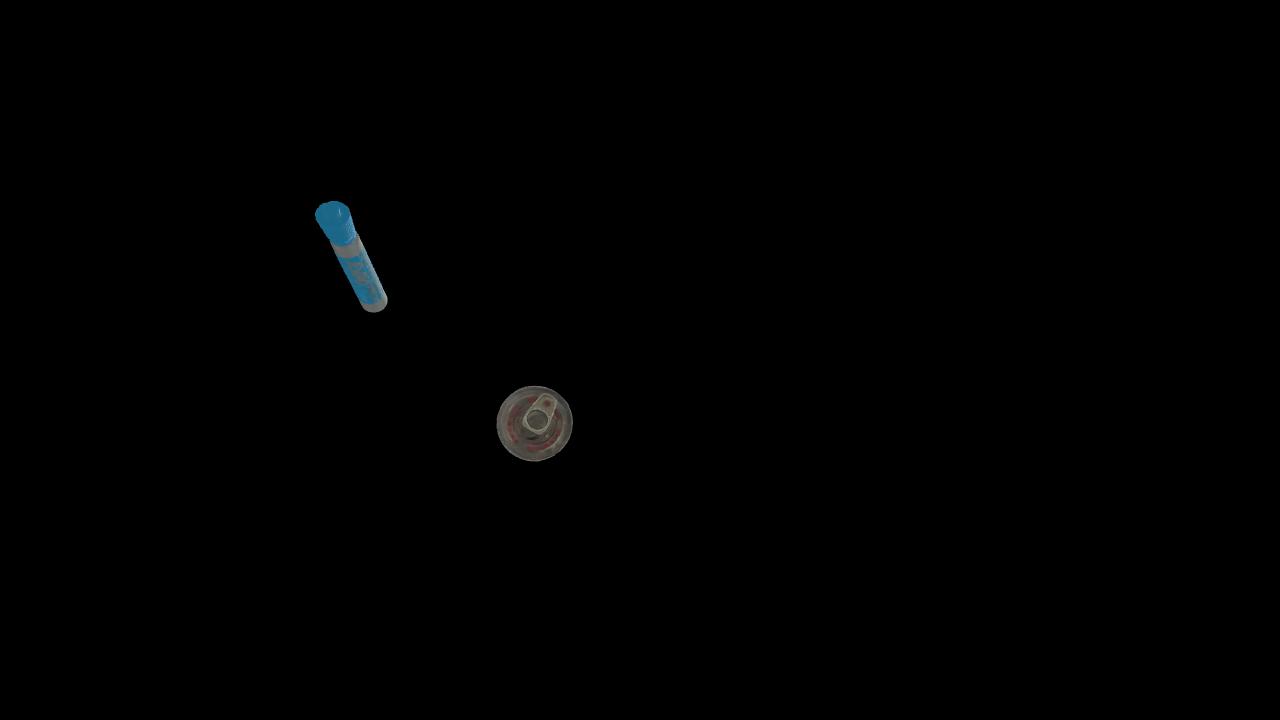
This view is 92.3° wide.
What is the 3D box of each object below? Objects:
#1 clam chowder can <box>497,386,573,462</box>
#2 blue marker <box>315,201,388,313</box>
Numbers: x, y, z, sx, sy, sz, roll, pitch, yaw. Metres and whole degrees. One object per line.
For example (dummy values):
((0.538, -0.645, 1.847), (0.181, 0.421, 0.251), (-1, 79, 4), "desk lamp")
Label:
((-0.102, 0.060, 0.596), (0.068, 0.068, 0.102), (0, -4, -10), "clam chowder can")
((-0.187, -0.064, 0.403), (0.020, 0.020, 0.121), (0, -20, -11), "blue marker")
